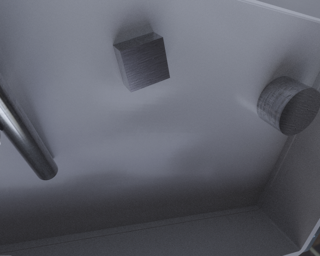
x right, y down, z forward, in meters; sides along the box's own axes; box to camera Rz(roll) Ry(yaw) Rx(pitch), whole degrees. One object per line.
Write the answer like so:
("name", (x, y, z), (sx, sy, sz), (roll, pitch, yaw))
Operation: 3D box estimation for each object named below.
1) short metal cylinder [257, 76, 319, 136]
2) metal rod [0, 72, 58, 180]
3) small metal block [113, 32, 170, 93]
("short metal cylinder", (0.200, -0.035, 0.483), (0.081, 0.050, 0.079), (-14, 125, -21))
("metal rod", (-0.130, -0.027, 0.242), (0.025, 0.025, 0.299), (-23, 152, -15))
("small metal block", (-0.020, -0.075, 0.352), (0.050, 0.025, 0.050), (-23, 127, -15))
